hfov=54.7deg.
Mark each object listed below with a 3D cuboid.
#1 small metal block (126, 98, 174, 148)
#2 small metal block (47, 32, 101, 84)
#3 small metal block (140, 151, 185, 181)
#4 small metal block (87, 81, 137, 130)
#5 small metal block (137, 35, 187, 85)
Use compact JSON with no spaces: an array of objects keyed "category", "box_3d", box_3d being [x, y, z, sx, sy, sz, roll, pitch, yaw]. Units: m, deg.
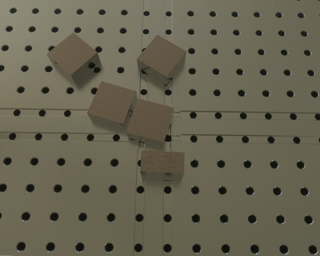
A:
[{"category":"small metal block","box_3d":[-0.012,-0.006,0.414,0.050,0.025,0.050,15,71,5]},{"category":"small metal block","box_3d":[-0.124,-0.101,0.447,0.050,0.025,0.050,40,75,13]},{"category":"small metal block","box_3d":[0.003,0.047,0.381,0.050,0.050,0.025,2,70,0]},{"category":"small metal block","box_3d":[-0.064,-0.030,0.422,0.050,0.025,0.050,17,71,5]},{"category":"small metal block","box_3d":[0.003,-0.099,0.448,0.050,0.025,0.050,33,73,11]}]
